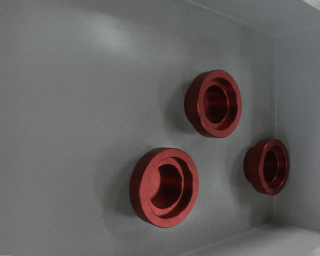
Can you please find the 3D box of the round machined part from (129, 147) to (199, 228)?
[{"bbox_3d":[0.001,0.073,0.396,0.099,0.042,0.097,0,90,-40],"label":"round machined part"}]

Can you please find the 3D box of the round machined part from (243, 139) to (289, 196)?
[{"bbox_3d":[0.186,0.068,0.551,0.099,0.042,0.097,0,90,-40],"label":"round machined part"}]

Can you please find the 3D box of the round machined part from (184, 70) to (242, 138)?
[{"bbox_3d":[0.074,-0.034,0.457,0.099,0.042,0.097,0,90,-40],"label":"round machined part"}]
